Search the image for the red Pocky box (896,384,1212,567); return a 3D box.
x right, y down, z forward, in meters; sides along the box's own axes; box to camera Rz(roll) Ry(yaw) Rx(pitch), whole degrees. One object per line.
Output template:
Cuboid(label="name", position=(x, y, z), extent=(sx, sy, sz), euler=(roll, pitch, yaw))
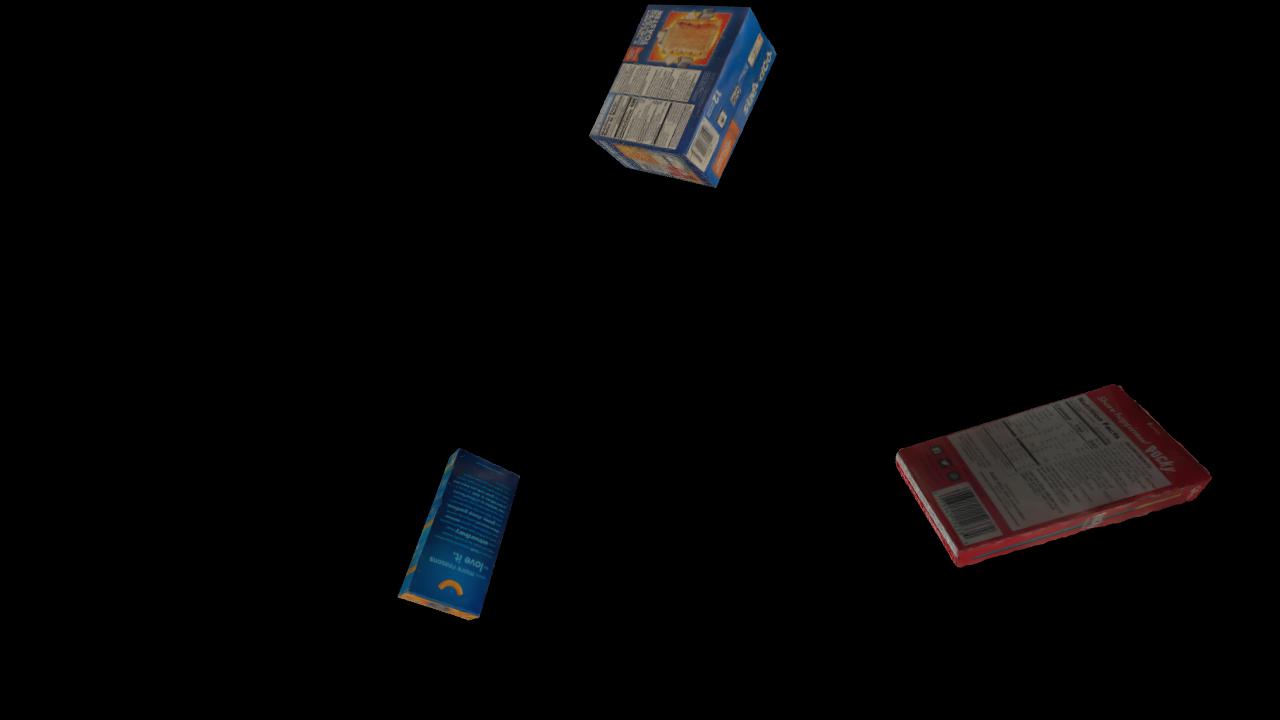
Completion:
Cuboid(label="red Pocky box", position=(0.261, 0.074, 0.401), extent=(0.155, 0.028, 0.083), euler=(-18, 43, 4))

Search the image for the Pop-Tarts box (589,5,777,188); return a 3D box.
Cuboid(label="Pop-Tarts box", position=(0.047, -0.297, 0.691), extent=(0.141, 0.167, 0.083), euler=(24, 0, 34))

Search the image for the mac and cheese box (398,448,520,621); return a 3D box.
Cuboid(label="mac and cheese box", position=(-0.216, 0.210, 0.754), extent=(0.093, 0.184, 0.041), euler=(32, -44, -25))
